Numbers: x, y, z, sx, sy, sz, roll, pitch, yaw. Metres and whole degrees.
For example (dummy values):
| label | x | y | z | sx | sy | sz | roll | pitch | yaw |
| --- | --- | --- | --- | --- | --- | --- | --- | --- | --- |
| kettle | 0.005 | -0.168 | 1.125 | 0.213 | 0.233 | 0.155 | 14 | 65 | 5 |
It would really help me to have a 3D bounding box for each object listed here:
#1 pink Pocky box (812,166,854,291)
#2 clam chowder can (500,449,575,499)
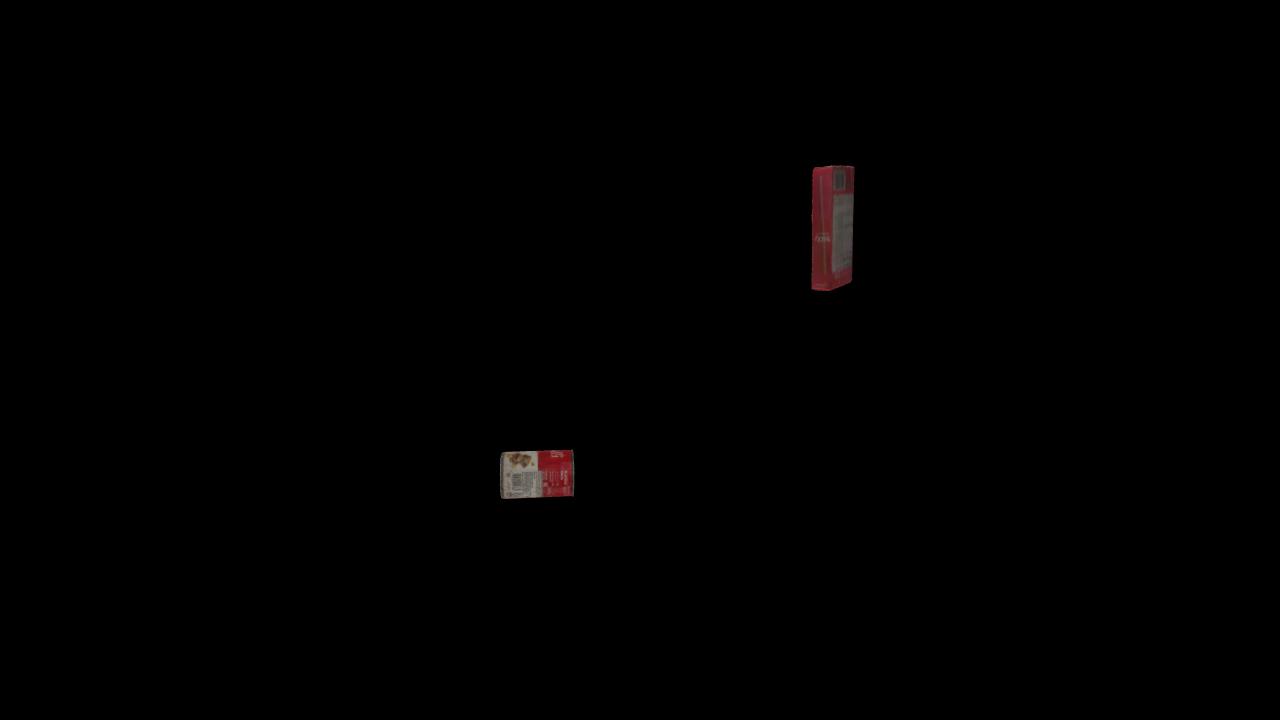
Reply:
| label | x | y | z | sx | sy | sz | roll | pitch | yaw |
| --- | --- | --- | --- | --- | --- | --- | --- | --- | --- |
| pink Pocky box | 0.252 | -0.172 | 0.803 | 0.029 | 0.155 | 0.084 | 7 | 18 | 36 |
| clam chowder can | -0.146 | 0.163 | 0.879 | 0.102 | 0.068 | 0.068 | -1 | 0 | -9 |
